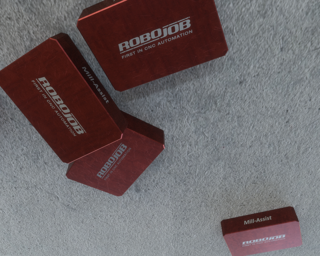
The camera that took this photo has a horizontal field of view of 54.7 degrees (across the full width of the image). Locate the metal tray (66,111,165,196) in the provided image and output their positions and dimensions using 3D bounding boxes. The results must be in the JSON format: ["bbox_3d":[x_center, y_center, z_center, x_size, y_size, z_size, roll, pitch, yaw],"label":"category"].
[{"bbox_3d":[-0.064,0.038,0.435,0.090,0.030,0.129,26,126,-21],"label":"metal tray"}]

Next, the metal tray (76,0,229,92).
[{"bbox_3d":[-0.005,-0.099,0.320,0.130,0.030,0.090,-17,128,14],"label":"metal tray"}]

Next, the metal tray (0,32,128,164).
[{"bbox_3d":[-0.109,-0.030,0.356,0.090,0.030,0.130,-25,111,19],"label":"metal tray"}]

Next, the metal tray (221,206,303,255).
[{"bbox_3d":[0.187,0.194,0.571,0.130,0.030,0.090,-16,129,13],"label":"metal tray"}]
